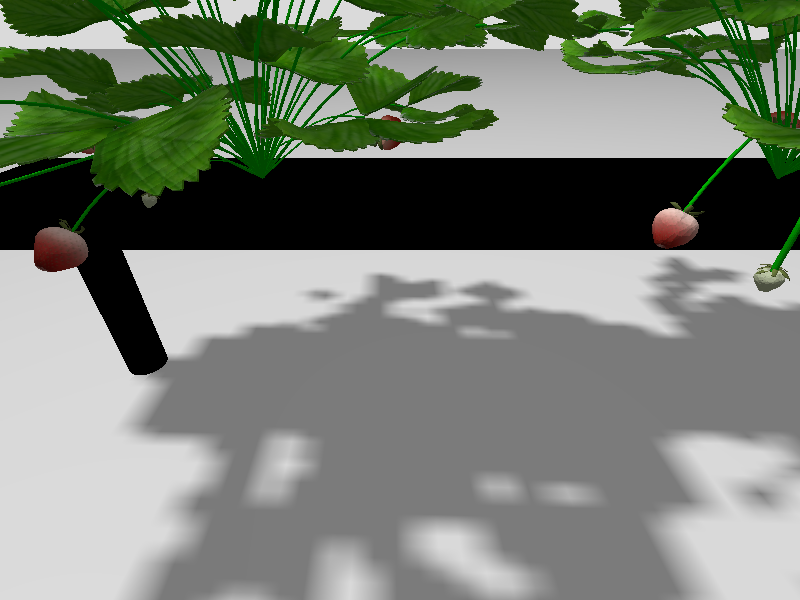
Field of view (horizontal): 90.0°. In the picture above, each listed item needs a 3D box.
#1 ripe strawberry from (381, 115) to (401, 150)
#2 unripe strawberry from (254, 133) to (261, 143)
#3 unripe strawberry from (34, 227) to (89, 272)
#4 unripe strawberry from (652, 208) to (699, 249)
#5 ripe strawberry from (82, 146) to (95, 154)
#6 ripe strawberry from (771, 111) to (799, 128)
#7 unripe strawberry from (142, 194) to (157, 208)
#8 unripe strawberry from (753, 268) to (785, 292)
[{"bbox_3d":[-0.009,-0.178,0.425,0.033,0.035,0.031,-27,42,-35],"label":"ripe strawberry"},{"bbox_3d":[-0.161,-0.187,0.461,0.013,0.013,0.014,-9,-37,-14],"label":"unripe strawberry"},{"bbox_3d":[-0.178,-0.026,0.208,0.024,0.024,0.021,11,-29,16],"label":"unripe strawberry"},{"bbox_3d":[0.158,-0.041,0.232,0.023,0.023,0.020,36,0,41],"label":"unripe strawberry"},{"bbox_3d":[-0.327,-0.170,0.411,0.037,0.037,0.041,12,36,19],"label":"ripe strawberry"},{"bbox_3d":[0.429,-0.196,0.453,0.037,0.033,0.034,22,39,29],"label":"ripe strawberry"},{"bbox_3d":[-0.184,-0.073,0.294,0.011,0.010,0.010,29,11,36],"label":"unripe strawberry"},{"bbox_3d":[0.163,-0.009,0.178,0.010,0.011,0.011,25,41,33],"label":"unripe strawberry"}]
